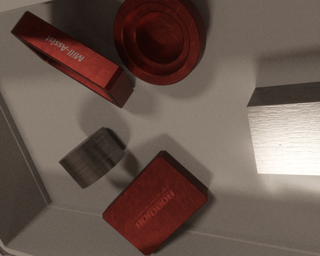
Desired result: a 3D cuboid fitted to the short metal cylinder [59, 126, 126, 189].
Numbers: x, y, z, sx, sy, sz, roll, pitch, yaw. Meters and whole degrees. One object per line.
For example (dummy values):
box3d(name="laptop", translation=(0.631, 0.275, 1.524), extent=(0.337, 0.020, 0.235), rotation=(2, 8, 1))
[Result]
box3d(name="short metal cylinder", translation=(-0.097, 0.042, 0.448), extent=(0.080, 0.080, 0.050), rotation=(-31, 101, 37))

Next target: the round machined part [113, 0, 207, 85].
box3d(name="round machined part", translation=(0.003, -0.099, 0.334), extent=(0.098, 0.042, 0.097), rotation=(13, 124, 20))

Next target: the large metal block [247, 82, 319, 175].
box3d(name="large metal block", translation=(0.141, 0.001, 0.319), extent=(0.080, 0.050, 0.080), rotation=(-3, 117, 29))

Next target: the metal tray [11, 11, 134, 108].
box3d(name="metal tray", translation=(-0.099, -0.077, 0.372), extent=(0.130, 0.090, 0.030), rotation=(32, 84, 7))

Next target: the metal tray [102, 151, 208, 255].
box3d(name="metal tray", translation=(-0.007, 0.108, 0.441), extent=(0.090, 0.030, 0.130), rotation=(42, 104, -1))
